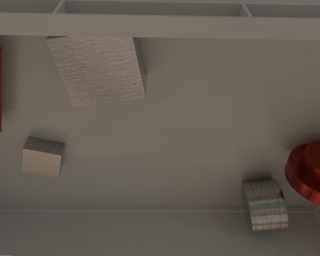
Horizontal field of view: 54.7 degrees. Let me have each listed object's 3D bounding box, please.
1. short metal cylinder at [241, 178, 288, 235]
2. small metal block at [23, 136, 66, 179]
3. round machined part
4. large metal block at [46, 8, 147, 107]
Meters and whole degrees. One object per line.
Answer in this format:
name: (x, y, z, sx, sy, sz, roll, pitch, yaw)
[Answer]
short metal cylinder: (0.160, 0.121, 0.479, 0.050, 0.080, 0.080, -9, 130, 7)
small metal block: (-0.166, 0.043, 0.443, 0.050, 0.025, 0.050, 12, 129, -11)
round machined part: (0.222, 0.054, 0.410, 0.099, 0.098, 0.042, 1, 130, -2)
large metal block: (-0.061, -0.073, 0.330, 0.080, 0.050, 0.080, -7, 130, 5)
